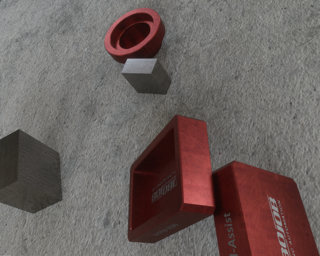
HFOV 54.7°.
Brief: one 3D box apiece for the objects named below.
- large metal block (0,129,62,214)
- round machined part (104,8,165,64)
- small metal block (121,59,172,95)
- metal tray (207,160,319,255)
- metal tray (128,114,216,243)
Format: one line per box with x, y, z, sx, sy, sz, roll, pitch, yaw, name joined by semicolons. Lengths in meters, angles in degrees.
-0.183;0.061;0.425;0.050;0.080;0.080;-26;53;12;large metal block
-0.036;-0.141;0.497;0.098;0.042;0.098;-13;56;20;round machined part
-0.018;-0.073;0.441;0.050;0.050;0.025;7;66;31;small metal block
0.090;0.098;0.252;0.030;0.091;0.130;-39;44;42;metal tray
0.004;0.057;0.311;0.129;0.030;0.090;130;146;-51;metal tray
